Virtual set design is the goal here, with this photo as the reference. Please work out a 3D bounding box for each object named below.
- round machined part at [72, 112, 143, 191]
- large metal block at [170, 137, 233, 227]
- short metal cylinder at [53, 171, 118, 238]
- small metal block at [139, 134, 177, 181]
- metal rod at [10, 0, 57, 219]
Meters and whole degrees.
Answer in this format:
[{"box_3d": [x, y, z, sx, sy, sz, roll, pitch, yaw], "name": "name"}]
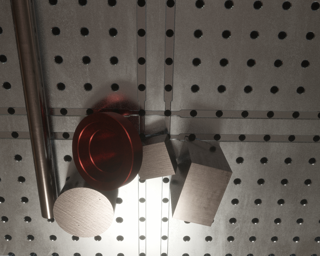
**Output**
[{"box_3d": [-0.062, 0.028, 0.398, 0.098, 0.042, 0.097, 4, 97, 30], "name": "round machined part"}, {"box_3d": [0.050, 0.068, 0.410, 0.050, 0.080, 0.079, 14, 109, -6], "name": "large metal block"}, {"box_3d": [-0.102, 0.106, 0.438, 0.081, 0.050, 0.079, 0, 110, -1], "name": "short metal cylinder"}, {"box_3d": [-0.008, 0.040, 0.423, 0.050, 0.025, 0.050, -13, 110, 16], "name": "small metal block"}, {"box_3d": [-0.160, -0.013, 0.406, 0.025, 0.025, 0.298, 0, 110, -1], "name": "metal rod"}]
